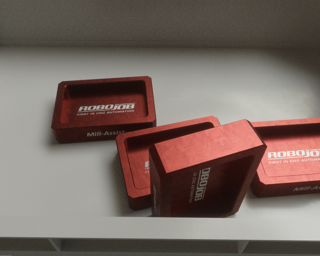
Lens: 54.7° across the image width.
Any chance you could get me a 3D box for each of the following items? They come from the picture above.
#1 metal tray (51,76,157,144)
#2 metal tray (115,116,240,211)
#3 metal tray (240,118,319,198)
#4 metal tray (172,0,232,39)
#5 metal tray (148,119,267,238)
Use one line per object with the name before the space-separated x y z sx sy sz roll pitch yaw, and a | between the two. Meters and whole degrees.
metal tray | -0.073 -0.027 0.423 0.131 0.030 0.090 -4 50 -4
metal tray | 0.019 0.038 0.369 0.131 0.030 0.090 -11 51 -10
metal tray | 0.169 0.033 0.375 0.131 0.030 0.090 -4 50 -3
metal tray | 0.075 -0.222 0.591 0.091 0.030 0.130 -4 50 -4
metal tray | 0.038 0.054 0.292 0.091 0.129 0.030 -15 52 -12
